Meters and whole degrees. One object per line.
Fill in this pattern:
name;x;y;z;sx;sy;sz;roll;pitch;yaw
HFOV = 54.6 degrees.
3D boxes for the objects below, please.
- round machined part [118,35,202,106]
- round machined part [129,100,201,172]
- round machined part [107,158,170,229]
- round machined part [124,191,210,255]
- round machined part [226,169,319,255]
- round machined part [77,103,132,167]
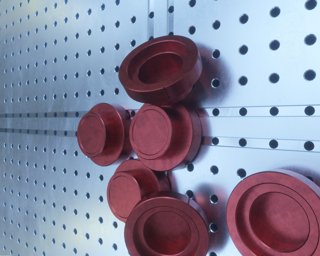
round machined part;0.003;-0.065;0.375;0.098;0.042;0.098;-12;48;14
round machined part;0.000;0.007;0.395;0.098;0.042;0.098;-4;84;37
round machined part;-0.036;0.092;0.429;0.098;0.042;0.097;0;90;40
round machined part;0.010;0.122;0.373;0.098;0.042;0.097;1;99;9
round machined part;0.118;0.088;0.301;0.098;0.042;0.097;0;90;40
round machined part;-0.089;0.010;0.474;0.098;0.042;0.097;0;90;40
